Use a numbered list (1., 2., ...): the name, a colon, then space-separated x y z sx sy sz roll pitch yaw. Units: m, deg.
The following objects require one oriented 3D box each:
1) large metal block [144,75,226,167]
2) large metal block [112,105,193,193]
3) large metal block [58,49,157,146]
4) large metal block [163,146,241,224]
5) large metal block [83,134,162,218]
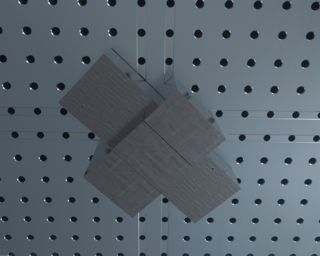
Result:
1. large metal block: 0.028 -0.012 0.381 0.050 0.080 0.080 -42 105 14
2. large metal block: -0.008 0.021 0.392 0.050 0.080 0.080 -42 105 14
3. large metal block: -0.061 -0.038 0.382 0.080 0.050 0.080 -43 105 15
4. large metal block: 0.049 0.069 0.426 0.080 0.050 0.080 -42 105 14
5. large metal block: -0.044 0.054 0.404 0.050 0.080 0.080 -42 105 14
